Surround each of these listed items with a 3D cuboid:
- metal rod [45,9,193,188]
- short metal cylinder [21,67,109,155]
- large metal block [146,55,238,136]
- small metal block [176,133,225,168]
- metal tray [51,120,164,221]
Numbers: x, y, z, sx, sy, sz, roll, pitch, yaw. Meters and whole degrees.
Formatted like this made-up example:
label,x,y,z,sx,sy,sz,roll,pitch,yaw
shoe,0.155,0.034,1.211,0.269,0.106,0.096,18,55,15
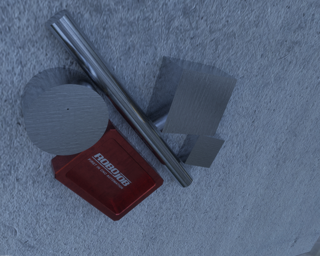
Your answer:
label,x,y,z,sx,sy,sz,roll,pitch,yaw
metal rod,-0.029,-0.011,0.386,0.025,0.025,0.300,-39,130,-3
short metal cylinder,-0.101,-0.018,0.327,0.081,0.050,0.079,-14,125,-21
large metal block,0.038,-0.039,0.390,0.081,0.050,0.079,4,116,-31
small metal block,0.061,0.029,0.462,0.050,0.025,0.050,14,111,-34
metal tray,-0.064,0.059,0.408,0.090,0.030,0.130,-39,130,-2
